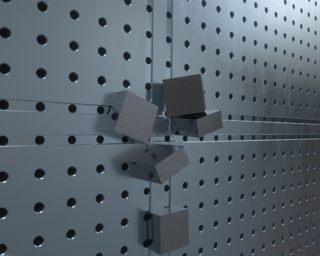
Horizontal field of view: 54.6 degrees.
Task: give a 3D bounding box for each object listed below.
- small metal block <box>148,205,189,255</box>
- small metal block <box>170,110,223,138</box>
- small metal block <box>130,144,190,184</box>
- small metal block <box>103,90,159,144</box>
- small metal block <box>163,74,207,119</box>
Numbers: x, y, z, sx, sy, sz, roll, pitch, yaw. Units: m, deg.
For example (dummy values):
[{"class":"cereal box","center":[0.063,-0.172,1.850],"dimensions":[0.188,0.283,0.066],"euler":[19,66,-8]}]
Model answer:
[{"class":"small metal block","center":[0.012,0.136,0.418],"dimensions":[0.050,0.025,0.050],"euler":[-1,91,-40]},{"class":"small metal block","center":[0.051,-0.008,0.433],"dimensions":[0.050,0.050,0.025],"euler":[-20,107,-38]},{"class":"small metal block","center":[0.000,0.044,0.392],"dimensions":[0.050,0.050,0.025],"euler":[-31,110,-36]},{"class":"small metal block","center":[-0.034,-0.012,0.379],"dimensions":[0.050,0.025,0.050],"euler":[26,74,-37]},{"class":"small metal block","center":[0.033,-0.041,0.412],"dimensions":[0.025,0.050,0.050],"euler":[19,65,-76]}]
